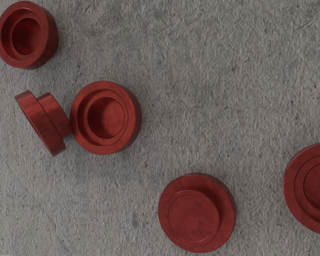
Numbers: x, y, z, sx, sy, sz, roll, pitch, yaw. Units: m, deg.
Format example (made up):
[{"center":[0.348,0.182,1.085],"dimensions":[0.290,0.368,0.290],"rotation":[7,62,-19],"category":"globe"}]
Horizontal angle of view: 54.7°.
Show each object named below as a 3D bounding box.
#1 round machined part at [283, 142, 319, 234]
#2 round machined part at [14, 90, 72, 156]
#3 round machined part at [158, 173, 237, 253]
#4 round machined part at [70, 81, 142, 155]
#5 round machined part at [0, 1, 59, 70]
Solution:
[{"center":[0.185,0.063,0.334],"dimensions":[0.098,0.042,0.097],"rotation":[0,90,20],"category":"round machined part"},{"center":[-0.158,-0.011,0.436],"dimensions":[0.042,0.098,0.098],"rotation":[-33,77,-20],"category":"round machined part"},{"center":[0.043,0.107,0.385],"dimensions":[0.098,0.042,0.097],"rotation":[0,90,20],"category":"round machined part"},{"center":[-0.069,-0.013,0.424],"dimensions":[0.098,0.042,0.097],"rotation":[0,90,19],"category":"round machined part"},{"center":[-0.195,-0.136,0.469],"dimensions":[0.098,0.042,0.097],"rotation":[0,90,20],"category":"round machined part"}]
